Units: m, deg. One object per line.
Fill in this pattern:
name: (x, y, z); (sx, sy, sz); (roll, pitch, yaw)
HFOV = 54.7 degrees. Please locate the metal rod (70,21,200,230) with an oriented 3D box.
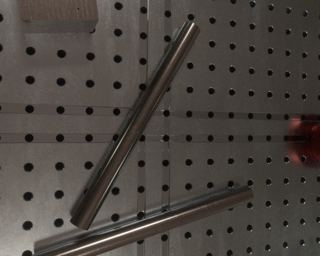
metal rod: (-0.027, -0.011, 0.403); (0.025, 0.025, 0.299); (32, 79, -18)

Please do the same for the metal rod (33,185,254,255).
metal rod: (-0.006, 0.129, 0.411); (0.302, 0.025, 0.025); (-13, 95, -20)

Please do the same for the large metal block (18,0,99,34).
large metal block: (-0.120, -0.156, 0.355); (0.081, 0.050, 0.079); (-8, 93, -20)

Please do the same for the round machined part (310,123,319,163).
round machined part: (0.292, 0.024, 0.514); (0.099, 0.042, 0.097); (0, 90, -21)
